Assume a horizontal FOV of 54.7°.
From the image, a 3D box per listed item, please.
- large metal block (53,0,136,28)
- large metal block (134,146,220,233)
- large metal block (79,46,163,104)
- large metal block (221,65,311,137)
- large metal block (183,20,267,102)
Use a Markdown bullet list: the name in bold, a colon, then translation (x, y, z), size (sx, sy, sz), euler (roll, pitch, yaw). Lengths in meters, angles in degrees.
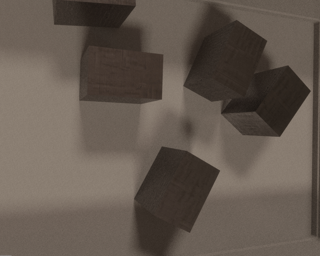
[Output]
- **large metal block**: translation (-0.079, -0.153, 0.352), size (0.081, 0.080, 0.050), euler (-4, 92, -20)
- **large metal block**: translation (0.018, 0.072, 0.389), size (0.050, 0.080, 0.080), euler (31, 80, -18)
- **large metal block**: translation (-0.049, -0.058, 0.364), size (0.081, 0.080, 0.050), euler (2, 90, -20)
- **large metal block**: translation (0.146, -0.035, 0.437), size (0.050, 0.080, 0.080), euler (42, 77, -16)
- **large metal block**: translation (0.084, -0.085, 0.414), size (0.050, 0.080, 0.080), euler (27, 81, -19)
